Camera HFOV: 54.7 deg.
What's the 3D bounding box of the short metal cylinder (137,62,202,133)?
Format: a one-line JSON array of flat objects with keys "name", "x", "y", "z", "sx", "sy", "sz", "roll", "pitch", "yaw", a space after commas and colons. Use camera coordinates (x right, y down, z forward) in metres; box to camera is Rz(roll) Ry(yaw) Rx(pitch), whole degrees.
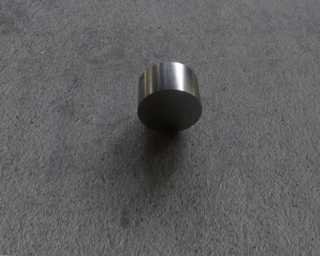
[{"name": "short metal cylinder", "x": 0.012, "y": -0.038, "z": 0.402, "sx": 0.081, "sy": 0.080, "sz": 0.050, "roll": -1, "pitch": 50, "yaw": -1}]
